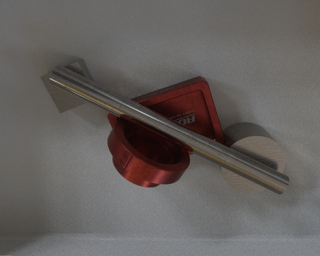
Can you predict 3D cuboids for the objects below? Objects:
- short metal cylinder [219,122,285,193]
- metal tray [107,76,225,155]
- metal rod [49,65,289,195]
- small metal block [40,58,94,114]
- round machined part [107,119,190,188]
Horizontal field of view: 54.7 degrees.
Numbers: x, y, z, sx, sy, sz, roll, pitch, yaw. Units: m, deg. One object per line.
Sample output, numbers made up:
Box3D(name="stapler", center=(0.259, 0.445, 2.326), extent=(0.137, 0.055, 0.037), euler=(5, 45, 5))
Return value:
Box3D(name="short metal cylinder", center=(0.117, 0.038, 0.412), extent=(0.081, 0.050, 0.079), euler=(0, 110, -1))
Box3D(name="metal tray", center=(0.009, -0.004, 0.405), extent=(0.131, 0.030, 0.090), euler=(-18, 109, 6))
Box3D(name="metal rod", center=(0.014, 0.004, 0.368), extent=(0.301, 0.025, 0.025), euler=(26, 108, -3))
Box3D(name="small metal block", center=(-0.111, -0.053, 0.388), extent=(0.050, 0.025, 0.050), euler=(-21, 109, 7))
Box3D(name="round machined part", center=(-0.017, 0.032, 0.369), extent=(0.098, 0.098, 0.042), euler=(26, 116, -10))
